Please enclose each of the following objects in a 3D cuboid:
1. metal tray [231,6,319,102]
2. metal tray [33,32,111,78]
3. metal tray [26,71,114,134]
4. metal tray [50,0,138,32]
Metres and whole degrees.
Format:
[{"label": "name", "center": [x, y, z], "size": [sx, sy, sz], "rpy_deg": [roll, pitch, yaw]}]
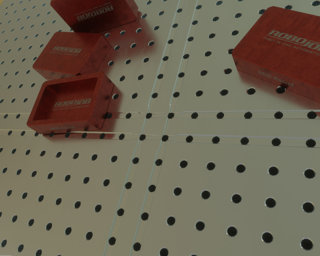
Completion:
[{"label": "metal tray", "center": [0.166, -0.093, 0.375], "size": [0.130, 0.030, 0.090], "rpy_deg": [34, 80, 38]}, {"label": "metal tray", "center": [-0.164, -0.132, 0.569], "size": [0.130, 0.030, 0.090], "rpy_deg": [14, 68, 33]}, {"label": "metal tray", "center": [-0.146, -0.039, 0.503], "size": [0.130, 0.030, 0.090], "rpy_deg": [-4, 60, 25]}, {"label": "metal tray", "center": [-0.117, -0.220, 0.560], "size": [0.130, 0.090, 0.030], "rpy_deg": [-9, 58, 23]}]
